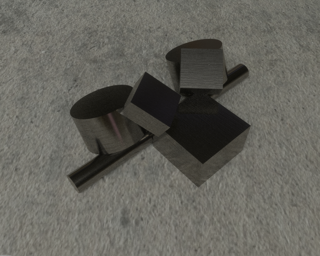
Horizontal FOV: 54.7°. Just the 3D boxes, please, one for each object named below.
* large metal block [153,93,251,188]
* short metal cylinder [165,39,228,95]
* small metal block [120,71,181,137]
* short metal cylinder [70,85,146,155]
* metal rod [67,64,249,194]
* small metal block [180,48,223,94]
[{"bbox_3d":[0.048,0.010,0.378,0.080,0.050,0.080,-34,58,-26],"label":"large metal block"},{"bbox_3d":[0.053,-0.089,0.445,0.080,0.050,0.080,-13,31,8],"label":"short metal cylinder"},{"bbox_3d":[-0.009,-0.027,0.346,0.050,0.025,0.050,33,50,-15],"label":"small metal block"},{"bbox_3d":[-0.061,-0.012,0.380,0.080,0.050,0.080,-13,31,8],"label":"short metal cylinder"},{"bbox_3d":[0.015,-0.012,0.415,0.302,0.025,0.025,-34,58,-26],"label":"metal rod"},{"bbox_3d":[0.050,-0.069,0.382,0.050,0.025,0.050,2,81,1],"label":"small metal block"}]
